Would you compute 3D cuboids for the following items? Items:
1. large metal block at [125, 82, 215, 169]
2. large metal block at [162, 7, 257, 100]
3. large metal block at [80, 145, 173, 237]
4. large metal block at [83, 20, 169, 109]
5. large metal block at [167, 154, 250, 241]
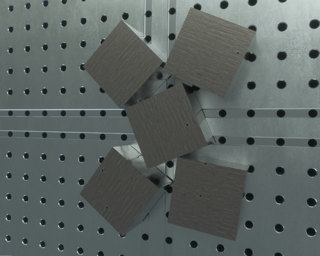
[{"bbox_3d":[0.014,-0.002,0.394,0.080,0.050,0.080,-24,82,18],"label":"large metal block"},{"bbox_3d":[0.061,-0.087,0.377,0.080,0.050,0.080,27,99,15],"label":"large metal block"},{"bbox_3d":[-0.045,0.080,0.414,0.080,0.050,0.080,40,102,16],"label":"large metal block"},{"bbox_3d":[-0.040,-0.080,0.414,0.080,0.050,0.080,-46,75,15],"label":"large metal block"},{"bbox_3d":[0.060,0.080,0.378,0.080,0.050,0.080,10,93,19],"label":"large metal block"}]
